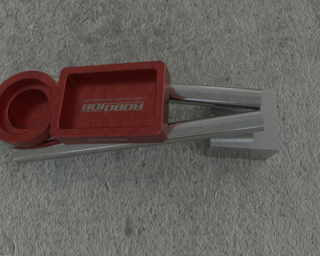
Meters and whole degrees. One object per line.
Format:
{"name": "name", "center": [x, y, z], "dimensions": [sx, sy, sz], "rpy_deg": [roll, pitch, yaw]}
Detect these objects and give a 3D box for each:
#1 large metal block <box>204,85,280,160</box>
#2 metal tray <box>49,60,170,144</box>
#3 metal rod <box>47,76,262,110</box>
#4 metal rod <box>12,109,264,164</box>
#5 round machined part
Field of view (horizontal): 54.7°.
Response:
{"name": "large metal block", "center": [0.101, -0.006, 0.398], "dimensions": [0.081, 0.050, 0.080], "rpy_deg": [4, 70, 1]}
{"name": "metal tray", "center": [-0.056, -0.029, 0.361], "dimensions": [0.131, 0.030, 0.090], "rpy_deg": [-1, 69, 12]}
{"name": "metal rod", "center": [-0.029, -0.047, 0.392], "dimensions": [0.301, 0.025, 0.025], "rpy_deg": [6, 70, 15]}
{"name": "metal rod", "center": [-0.034, 0.012, 0.370], "dimensions": [0.301, 0.025, 0.025], "rpy_deg": [-8, 70, 10]}
{"name": "round machined part", "center": [-0.165, -0.021, 0.400], "dimensions": [0.098, 0.042, 0.098], "rpy_deg": [-3, 69, 9]}
